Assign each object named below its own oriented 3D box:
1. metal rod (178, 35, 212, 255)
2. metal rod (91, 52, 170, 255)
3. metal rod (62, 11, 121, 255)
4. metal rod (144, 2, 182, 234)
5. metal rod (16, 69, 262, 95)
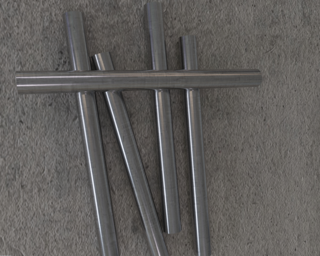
[{"bbox_3d":[0.049,0.025,0.426,0.025,0.025,0.298,-5,92,-20],"label":"metal rod"},{"bbox_3d":[-0.033,0.053,0.396,0.025,0.025,0.298,-18,96,-19],"label":"metal rod"},{"bbox_3d":[-0.083,0.012,0.378,0.025,0.025,0.298,-9,93,-20],"label":"metal rod"},{"bbox_3d":[0.004,-0.012,0.410,0.025,0.025,0.298,-6,92,-20],"label":"metal rod"},{"bbox_3d":[-0.008,-0.058,0.377,0.303,0.025,0.025,-4,92,-20],"label":"metal rod"}]
